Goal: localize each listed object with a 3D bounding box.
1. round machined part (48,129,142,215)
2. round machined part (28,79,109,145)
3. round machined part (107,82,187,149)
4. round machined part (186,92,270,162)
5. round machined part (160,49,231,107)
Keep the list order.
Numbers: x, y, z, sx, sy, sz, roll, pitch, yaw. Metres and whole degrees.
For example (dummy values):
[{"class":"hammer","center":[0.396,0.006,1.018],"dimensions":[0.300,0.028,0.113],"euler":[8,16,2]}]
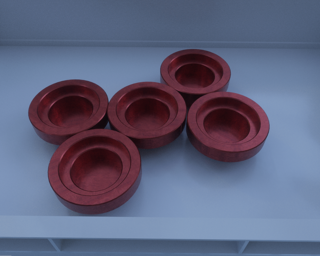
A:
[{"class":"round machined part","center":[-0.069,0.051,0.346],"dimensions":[0.099,0.042,0.098],"euler":[0,50,0]},{"class":"round machined part","center":[-0.114,-0.016,0.403],"dimensions":[0.099,0.042,0.098],"euler":[0,50,0]},{"class":"round machined part","center":[-0.016,-0.012,0.399],"dimensions":[0.099,0.042,0.098],"euler":[0,50,0]},{"class":"round machined part","center":[0.082,0.003,0.389],"dimensions":[0.099,0.042,0.098],"euler":[0,50,0]},{"class":"round machined part","center":[0.050,-0.068,0.448],"dimensions":[0.099,0.042,0.098],"euler":[0,50,0]}]
